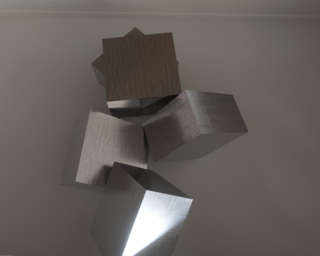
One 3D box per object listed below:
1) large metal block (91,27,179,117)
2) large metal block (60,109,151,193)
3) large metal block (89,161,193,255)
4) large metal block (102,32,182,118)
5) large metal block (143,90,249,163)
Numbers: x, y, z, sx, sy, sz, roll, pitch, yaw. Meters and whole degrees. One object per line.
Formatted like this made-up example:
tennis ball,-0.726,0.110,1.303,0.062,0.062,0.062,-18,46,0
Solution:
large metal block,-0.032,-0.076,0.424,0.080,0.050,0.080,42,75,13
large metal block,-0.061,0.033,0.364,0.081,0.050,0.080,19,67,-30
large metal block,-0.023,0.087,0.306,0.050,0.080,0.080,19,93,-30
large metal block,-0.021,-0.061,0.365,0.081,0.050,0.080,-6,70,-3
large metal block,0.040,0.000,0.364,0.081,0.080,0.050,-1,65,-41
